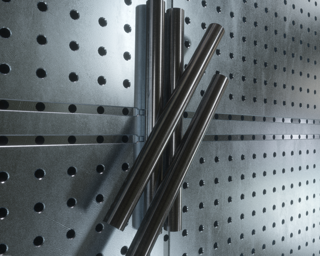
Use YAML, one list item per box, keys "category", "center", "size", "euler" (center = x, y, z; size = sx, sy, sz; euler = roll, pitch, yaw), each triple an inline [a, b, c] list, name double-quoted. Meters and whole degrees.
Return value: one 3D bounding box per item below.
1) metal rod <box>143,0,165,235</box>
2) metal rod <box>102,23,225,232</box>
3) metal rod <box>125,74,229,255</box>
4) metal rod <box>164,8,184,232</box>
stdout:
- category: "metal rod"
  center: [-0.008, -0.014, 0.402]
  size: [0.025, 0.025, 0.298]
  euler: [1, 89, -40]
- category: "metal rod"
  center: [0.015, -0.017, 0.389]
  size: [0.025, 0.025, 0.300]
  euler: [42, 65, -32]
- category: "metal rod"
  center: [0.023, 0.053, 0.394]
  size: [0.025, 0.025, 0.300]
  euler: [42, 65, -32]
- category: "metal rod"
  center: [0.019, -0.011, 0.425]
  size: [0.025, 0.025, 0.298]
  euler: [1, 89, -40]
